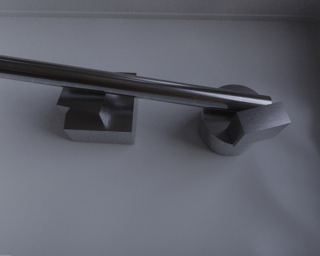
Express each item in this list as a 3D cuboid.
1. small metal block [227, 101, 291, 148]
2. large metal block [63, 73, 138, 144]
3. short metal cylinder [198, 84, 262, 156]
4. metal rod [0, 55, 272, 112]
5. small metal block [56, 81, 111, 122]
[{"bbox_3d":[0.107,-0.003,0.343,0.050,0.050,0.025,-14,71,-5],"label":"small metal block"},{"bbox_3d":[-0.072,-0.026,0.402,0.081,0.050,0.080,3,70,0],"label":"large metal block"},{"bbox_3d":[0.093,-0.009,0.399,0.081,0.050,0.080,0,70,0],"label":"short metal cylinder"},{"bbox_3d":[-0.023,-0.046,0.350,0.302,0.025,0.025,8,70,-6],"label":"metal rod"},{"bbox_3d":[-0.087,-0.039,0.368,0.050,0.025,0.050,12,70,4],"label":"small metal block"}]
